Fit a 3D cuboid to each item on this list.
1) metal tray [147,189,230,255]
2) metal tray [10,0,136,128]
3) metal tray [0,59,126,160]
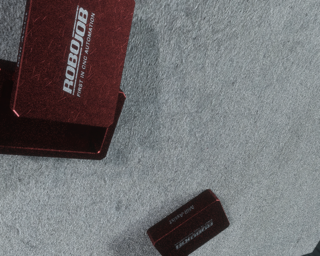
[{"bbox_3d":[0.052,0.174,0.540,0.131,0.030,0.090,-33,129,-7],"label":"metal tray"},{"bbox_3d":[-0.080,-0.070,0.289,0.091,0.030,0.129,9,95,-32],"label":"metal tray"},{"bbox_3d":[-0.112,-0.014,0.333,0.131,0.030,0.089,8,115,-32],"label":"metal tray"}]
